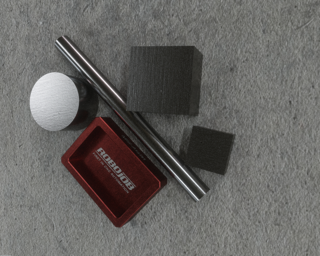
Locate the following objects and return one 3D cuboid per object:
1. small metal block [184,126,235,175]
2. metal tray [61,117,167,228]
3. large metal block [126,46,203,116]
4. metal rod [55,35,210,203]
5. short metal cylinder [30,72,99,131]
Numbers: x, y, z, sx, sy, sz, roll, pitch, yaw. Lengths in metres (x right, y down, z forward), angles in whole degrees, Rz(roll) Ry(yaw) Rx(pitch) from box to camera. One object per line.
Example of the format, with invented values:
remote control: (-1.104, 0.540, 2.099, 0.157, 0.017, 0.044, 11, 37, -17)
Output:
small metal block: (0.063, 0.027, 0.388, 0.050, 0.025, 0.050, 14, 95, 19)
metal tray: (-0.065, 0.058, 0.429, 0.130, 0.030, 0.090, 46, 104, 14)
large metal block: (0.007, -0.058, 0.394, 0.080, 0.050, 0.079, 5, 92, 19)
metal rod: (-0.046, -0.021, 0.425, 0.025, 0.025, 0.300, -46, 76, 14)
short metal cylinder: (-0.136, -0.036, 0.443, 0.080, 0.050, 0.079, 0, 90, 19)
